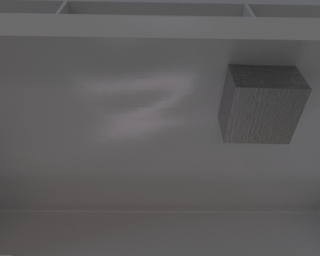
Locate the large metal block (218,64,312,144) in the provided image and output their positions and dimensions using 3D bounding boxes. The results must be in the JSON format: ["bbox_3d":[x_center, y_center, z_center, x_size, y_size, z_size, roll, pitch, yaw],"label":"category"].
[{"bbox_3d":[0.119,-0.027,0.370,0.080,0.050,0.080,1,130,-1],"label":"large metal block"}]
